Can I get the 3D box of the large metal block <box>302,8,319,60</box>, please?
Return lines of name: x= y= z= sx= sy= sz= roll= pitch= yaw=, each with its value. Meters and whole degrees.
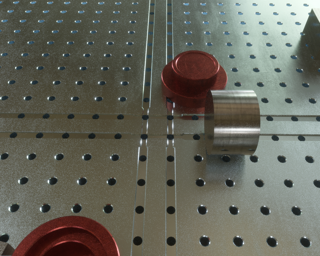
large metal block: x=0.301 y=-0.159 z=0.527 sx=0.080 sy=0.050 sz=0.080 roll=2 pitch=50 yaw=1

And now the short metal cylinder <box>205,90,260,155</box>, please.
short metal cylinder: x=0.085 y=-0.007 z=0.378 sx=0.050 sy=0.080 sz=0.080 roll=0 pitch=50 yaw=0

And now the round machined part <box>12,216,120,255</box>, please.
round machined part: x=-0.084 y=0.135 z=0.283 sx=0.099 sy=0.042 sz=0.098 roll=0 pitch=50 yaw=0

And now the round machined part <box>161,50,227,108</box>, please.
round machined part: x=0.051 y=-0.079 z=0.463 sx=0.099 sy=0.042 sz=0.098 roll=0 pitch=50 yaw=0

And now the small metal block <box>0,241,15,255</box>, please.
small metal block: x=-0.176 y=0.133 z=0.295 sx=0.050 sy=0.025 sz=0.050 roll=10 pitch=51 yaw=8
